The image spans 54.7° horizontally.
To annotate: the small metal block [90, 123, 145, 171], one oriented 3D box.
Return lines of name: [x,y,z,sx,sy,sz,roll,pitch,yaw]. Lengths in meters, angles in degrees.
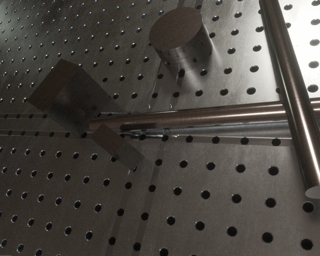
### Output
small metal block: [-0.055,0.025,0.404,0.050,0.050,0.025,33,80,38]

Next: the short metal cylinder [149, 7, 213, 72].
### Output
short metal cylinder: [0.031,-0.129,0.454,0.080,0.050,0.080,-13,56,20]

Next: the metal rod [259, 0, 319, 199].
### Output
metal rod: [0.143,-0.065,0.346,0.025,0.025,0.300,-12,48,21]

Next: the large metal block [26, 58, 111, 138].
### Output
large metal block: [-0.135,-0.044,0.468,0.050,0.080,0.080,25,76,36]

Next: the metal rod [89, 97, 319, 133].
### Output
metal rod: [0.039,-0.012,0.394,0.301,0.025,0.025,-4,60,26]
